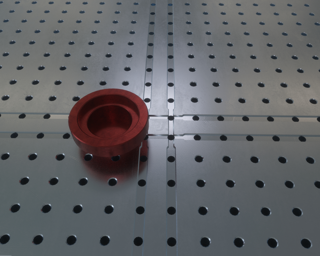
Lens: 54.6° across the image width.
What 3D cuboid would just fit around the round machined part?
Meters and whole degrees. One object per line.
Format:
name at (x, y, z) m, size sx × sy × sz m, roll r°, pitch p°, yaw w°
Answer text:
round machined part at (-0.063, -0.002, 0.399) m, size 0.099 × 0.042 × 0.098 m, roll 0°, pitch 50°, yaw 0°
